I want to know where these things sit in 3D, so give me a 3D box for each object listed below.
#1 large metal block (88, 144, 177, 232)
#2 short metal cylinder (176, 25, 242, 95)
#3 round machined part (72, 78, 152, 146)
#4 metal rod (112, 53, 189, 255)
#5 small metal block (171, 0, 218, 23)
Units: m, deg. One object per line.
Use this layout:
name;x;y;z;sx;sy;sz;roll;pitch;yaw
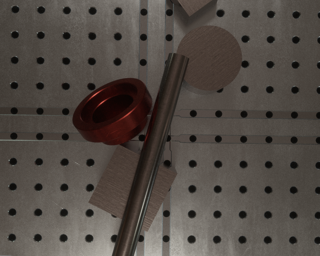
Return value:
large metal block;-0.033;0.073;0.401;0.080;0.050;0.080;27;90;-1
short metal cylinder;0.060;-0.085;0.402;0.081;0.050;0.079;0;90;-1
round machined part;-0.055;-0.016;0.386;0.098;0.098;0.042;-27;126;-1
metal rod;-0.018;0.060;0.363;0.025;0.025;0.298;16;90;-1
small metal block;0.044;-0.179;0.414;0.050;0.025;0.050;-36;90;0
